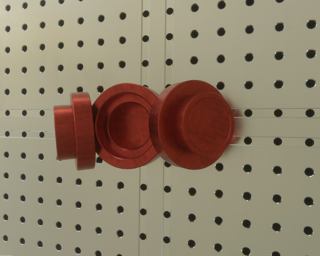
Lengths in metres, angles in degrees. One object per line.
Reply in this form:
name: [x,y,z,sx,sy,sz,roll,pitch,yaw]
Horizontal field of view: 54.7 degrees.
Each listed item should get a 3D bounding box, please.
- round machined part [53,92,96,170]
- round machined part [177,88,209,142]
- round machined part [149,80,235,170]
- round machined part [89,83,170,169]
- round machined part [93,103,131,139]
round machined part: [-0.108,0.004,0.386,0.042,0.098,0.097,-5,88,-18]
round machined part: [0.034,-0.003,0.391,0.098,0.042,0.097,0,90,19]
round machined part: [0.041,-0.003,0.334,0.042,0.099,0.097,0,90,60]
round machined part: [-0.032,-0.002,0.368,0.098,0.042,0.097,0,90,19]
round machined part: [-0.059,-0.003,0.423,0.098,0.042,0.097,0,90,19]
